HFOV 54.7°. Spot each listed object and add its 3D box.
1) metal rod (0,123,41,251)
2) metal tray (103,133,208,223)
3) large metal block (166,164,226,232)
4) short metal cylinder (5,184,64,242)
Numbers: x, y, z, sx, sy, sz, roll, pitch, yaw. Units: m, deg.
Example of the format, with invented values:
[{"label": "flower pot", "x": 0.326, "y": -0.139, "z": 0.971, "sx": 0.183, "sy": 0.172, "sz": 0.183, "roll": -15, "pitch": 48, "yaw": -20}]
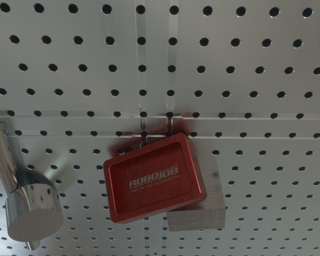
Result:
[{"label": "metal rod", "x": -0.233, "y": 0.113, "z": 0.505, "sx": 0.025, "sy": 0.025, "sz": 0.298, "roll": 4, "pitch": 130, "yaw": -3}, {"label": "metal tray", "x": -0.011, "y": 0.071, "z": 0.426, "sx": 0.130, "sy": 0.090, "sz": 0.030, "roll": -21, "pitch": 154, "yaw": 17}, {"label": "large metal block", "x": 0.051, "y": 0.104, "z": 0.464, "sx": 0.080, "sy": 0.080, "sz": 0.050, "roll": -5, "pitch": 130, "yaw": 4}, {"label": "short metal cylinder", "x": -0.198, "y": 0.134, "z": 0.489, "sx": 0.081, "sy": 0.050, "sz": 0.079, "roll": -17, "pitch": 135, "yaw": -17}]
